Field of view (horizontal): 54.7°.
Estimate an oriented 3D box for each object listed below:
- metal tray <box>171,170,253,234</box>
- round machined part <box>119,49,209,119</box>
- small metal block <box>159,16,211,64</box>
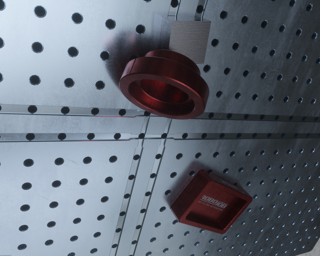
[{"bbox_3d":[0.093,0.133,0.540,0.131,0.030,0.090,28,103,-38],"label":"metal tray"},{"bbox_3d":[0.007,-0.051,0.349,0.098,0.098,0.042,35,63,-39],"label":"round machined part"},{"bbox_3d":[0.028,-0.103,0.363,0.050,0.025,0.050,-8,122,-25],"label":"small metal block"}]
